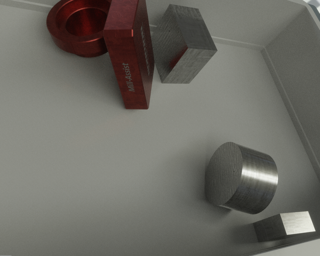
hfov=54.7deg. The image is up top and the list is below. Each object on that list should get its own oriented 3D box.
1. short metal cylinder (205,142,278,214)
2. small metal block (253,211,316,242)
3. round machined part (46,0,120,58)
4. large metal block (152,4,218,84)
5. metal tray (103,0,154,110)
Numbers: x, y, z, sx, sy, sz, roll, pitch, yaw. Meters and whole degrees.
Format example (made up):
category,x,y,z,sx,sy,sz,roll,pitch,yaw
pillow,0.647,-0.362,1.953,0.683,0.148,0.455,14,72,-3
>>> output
category,x,y,z,sx,sy,sz,roll,pitch,yaw
short metal cylinder,0.099,0.063,0.388,0.050,0.080,0.080,19,54,-18
small metal block,0.159,0.128,0.400,0.050,0.050,0.025,4,60,-27
round machined part,-0.094,-0.132,0.409,0.099,0.042,0.098,-1,59,3
large metal block,0.030,-0.122,0.463,0.050,0.080,0.080,-4,64,-31
metal tray,-0.032,-0.095,0.382,0.030,0.129,0.090,1,56,7
